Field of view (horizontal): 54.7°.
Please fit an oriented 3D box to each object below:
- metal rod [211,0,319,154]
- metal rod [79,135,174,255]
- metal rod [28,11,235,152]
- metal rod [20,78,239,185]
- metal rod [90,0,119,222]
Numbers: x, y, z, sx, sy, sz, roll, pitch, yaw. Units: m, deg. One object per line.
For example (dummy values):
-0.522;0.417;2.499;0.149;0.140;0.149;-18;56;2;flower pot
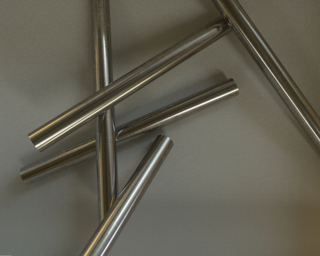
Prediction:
0.158;-0.056;0.395;0.025;0.025;0.300;-38;97;0;metal rod
-0.063;0.123;0.332;0.025;0.025;0.301;34;57;0;metal rod
-0.018;-0.066;0.378;0.301;0.025;0.025;-34;90;-13;metal rod
-0.039;0.004;0.410;0.301;0.025;0.025;-23;90;0;metal rod
-0.070;-0.027;0.390;0.025;0.025;0.298;-4;82;0;metal rod
